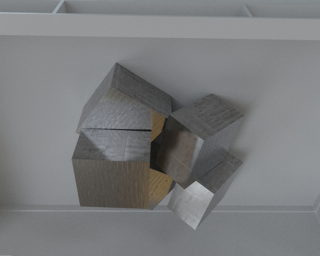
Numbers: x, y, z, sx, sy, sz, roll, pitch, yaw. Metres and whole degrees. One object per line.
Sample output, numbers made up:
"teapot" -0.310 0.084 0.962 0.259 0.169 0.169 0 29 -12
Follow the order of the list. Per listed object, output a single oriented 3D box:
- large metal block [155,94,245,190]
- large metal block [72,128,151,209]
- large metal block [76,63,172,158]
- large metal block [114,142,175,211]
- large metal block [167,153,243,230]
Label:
"large metal block" 0.047 0.015 0.376 0.081 0.050 0.079 -27 145 -40
"large metal block" -0.052 0.049 0.364 0.081 0.050 0.079 3 129 -1
"large metal block" -0.042 -0.017 0.376 0.080 0.050 0.080 29 124 -23
"large metal block" -0.026 0.065 0.442 0.080 0.050 0.080 24 126 -19
"large metal block" 0.062 0.080 0.431 0.050 0.081 0.079 35 133 22
